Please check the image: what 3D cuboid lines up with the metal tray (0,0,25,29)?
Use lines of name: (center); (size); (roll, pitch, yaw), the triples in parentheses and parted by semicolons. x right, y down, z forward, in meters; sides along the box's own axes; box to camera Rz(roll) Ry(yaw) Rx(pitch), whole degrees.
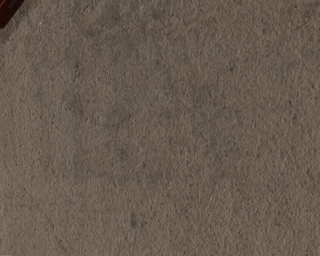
metal tray: (-0.251, -0.238, 0.492); (0.130, 0.030, 0.090); (-45, 77, 14)
